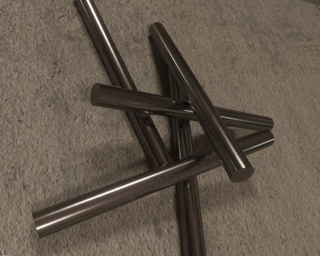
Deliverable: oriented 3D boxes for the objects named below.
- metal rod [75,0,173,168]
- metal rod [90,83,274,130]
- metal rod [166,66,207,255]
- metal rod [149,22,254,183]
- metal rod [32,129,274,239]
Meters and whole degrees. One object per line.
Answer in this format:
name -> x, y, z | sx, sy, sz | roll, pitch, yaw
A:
metal rod -> -0.056, -0.074, 0.420 | 0.025, 0.025, 0.299 | -14, 69, -34
metal rod -> 0.053, -0.021, 0.416 | 0.302, 0.025, 0.025 | 7, 58, -36
metal rod -> 0.030, 0.020, 0.409 | 0.025, 0.025, 0.299 | 10, 57, -23
metal rod -> 0.037, -0.057, 0.402 | 0.025, 0.025, 0.300 | 4, 42, -27
metal rod -> 0.015, 0.052, 0.353 | 0.302, 0.025, 0.025 | -17, 71, -26
